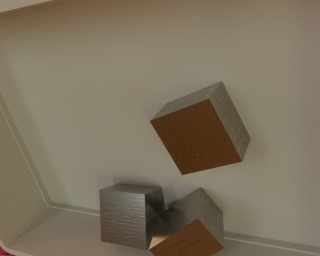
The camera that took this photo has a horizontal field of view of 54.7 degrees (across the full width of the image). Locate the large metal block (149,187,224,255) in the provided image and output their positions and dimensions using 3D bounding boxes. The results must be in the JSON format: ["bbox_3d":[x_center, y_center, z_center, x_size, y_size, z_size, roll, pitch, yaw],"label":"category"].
[{"bbox_3d":[0.039,0.139,0.423,0.080,0.080,0.050,-38,97,18],"label":"large metal block"}]

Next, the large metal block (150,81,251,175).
[{"bbox_3d":[0.049,0.002,0.367,0.080,0.050,0.080,-20,108,35],"label":"large metal block"}]

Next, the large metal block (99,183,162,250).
[{"bbox_3d":[-0.044,0.132,0.476,0.080,0.050,0.079,-1,92,28],"label":"large metal block"}]
